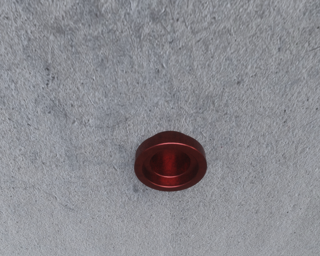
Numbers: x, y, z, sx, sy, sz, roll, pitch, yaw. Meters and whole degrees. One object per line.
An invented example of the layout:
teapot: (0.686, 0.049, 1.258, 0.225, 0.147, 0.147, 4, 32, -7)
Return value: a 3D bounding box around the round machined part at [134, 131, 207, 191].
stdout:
round machined part: (0.014, 0.042, 0.434, 0.099, 0.042, 0.097, -1, 130, 0)
